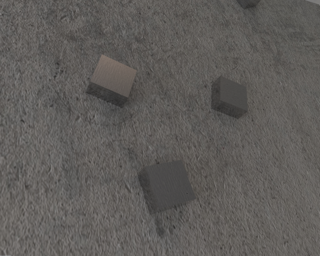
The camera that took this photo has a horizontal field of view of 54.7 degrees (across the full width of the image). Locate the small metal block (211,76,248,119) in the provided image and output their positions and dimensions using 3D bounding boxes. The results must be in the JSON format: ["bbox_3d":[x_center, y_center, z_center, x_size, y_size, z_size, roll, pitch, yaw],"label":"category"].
[{"bbox_3d":[0.110,-0.048,0.492,0.050,0.025,0.050,19,54,-17],"label":"small metal block"}]

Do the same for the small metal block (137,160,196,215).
[{"bbox_3d":[0.007,0.069,0.365,0.050,0.025,0.050,-7,65,-31],"label":"small metal block"}]

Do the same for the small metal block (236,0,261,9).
[{"bbox_3d":[0.191,-0.294,0.686,0.050,0.025,0.050,-28,77,-37],"label":"small metal block"}]

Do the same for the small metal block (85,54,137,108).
[{"bbox_3d":[-0.063,-0.061,0.407,0.050,0.025,0.050,23,53,-15],"label":"small metal block"}]
